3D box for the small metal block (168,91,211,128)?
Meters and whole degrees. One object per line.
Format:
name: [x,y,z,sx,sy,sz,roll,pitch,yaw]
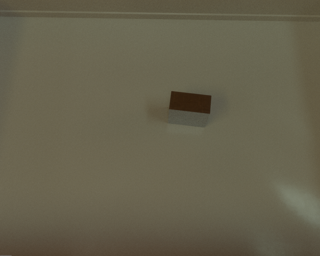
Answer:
small metal block: [0.038,-0.023,0.405,0.050,0.050,0.025,7,70,2]
